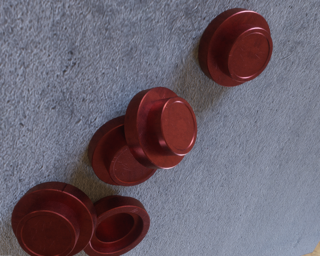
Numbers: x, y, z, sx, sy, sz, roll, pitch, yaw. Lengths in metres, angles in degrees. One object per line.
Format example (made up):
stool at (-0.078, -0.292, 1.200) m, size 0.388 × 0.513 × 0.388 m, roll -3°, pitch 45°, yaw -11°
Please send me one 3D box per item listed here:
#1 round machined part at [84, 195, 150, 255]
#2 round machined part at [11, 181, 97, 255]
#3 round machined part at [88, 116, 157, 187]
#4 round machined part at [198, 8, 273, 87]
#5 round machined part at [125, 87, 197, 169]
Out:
round machined part at (-0.067, 0.136, 0.443) m, size 0.099 × 0.042 × 0.097 m, roll -14°, pitch 124°, yaw -21°
round machined part at (-0.129, 0.117, 0.371) m, size 0.099 × 0.042 × 0.097 m, roll 0°, pitch 107°, yaw 0°
round machined part at (-0.038, 0.035, 0.397) m, size 0.099 × 0.042 × 0.097 m, roll -14°, pitch 124°, yaw -21°
round machined part at (0.102, -0.097, 0.391) m, size 0.099 × 0.042 × 0.097 m, roll -14°, pitch 124°, yaw -21°
round machined part at (0.008, -0.001, 0.366) m, size 0.099 × 0.042 × 0.097 m, roll 9°, pitch 78°, yaw -49°
